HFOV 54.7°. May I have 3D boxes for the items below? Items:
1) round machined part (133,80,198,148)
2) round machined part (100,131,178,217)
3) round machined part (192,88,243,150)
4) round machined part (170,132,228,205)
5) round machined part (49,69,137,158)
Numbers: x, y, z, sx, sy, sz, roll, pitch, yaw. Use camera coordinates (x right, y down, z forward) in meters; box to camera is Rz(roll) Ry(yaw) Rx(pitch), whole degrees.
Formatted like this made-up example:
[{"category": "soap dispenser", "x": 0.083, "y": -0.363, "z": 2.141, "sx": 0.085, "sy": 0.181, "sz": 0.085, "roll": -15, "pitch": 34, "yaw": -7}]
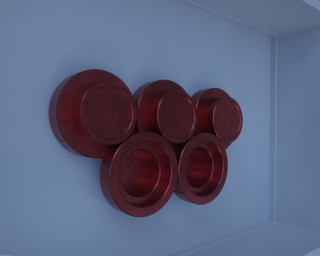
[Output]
[{"category": "round machined part", "x": 0.010, "y": -0.014, "z": 0.401, "sx": 0.099, "sy": 0.042, "sz": 0.097, "roll": 1, "pitch": 89, "yaw": -39}, {"category": "round machined part", "x": -0.028, "y": 0.052, "z": 0.369, "sx": 0.099, "sy": 0.042, "sz": 0.097, "roll": 0, "pitch": 90, "yaw": -40}, {"category": "round machined part", "x": 0.087, "y": -0.012, "z": 0.465, "sx": 0.099, "sy": 0.042, "sz": 0.097, "roll": 1, "pitch": 89, "yaw": -39}, {"category": "round machined part", "x": 0.047, "y": 0.054, "z": 0.433, "sx": 0.099, "sy": 0.042, "sz": 0.097, "roll": 0, "pitch": 90, "yaw": -40}, {"category": "round machined part", "x": -0.065, "y": -0.015, "z": 0.338, "sx": 0.099, "sy": 0.042, "sz": 0.097, "roll": 1, "pitch": 89, "yaw": -41}]
